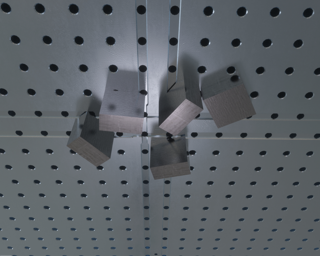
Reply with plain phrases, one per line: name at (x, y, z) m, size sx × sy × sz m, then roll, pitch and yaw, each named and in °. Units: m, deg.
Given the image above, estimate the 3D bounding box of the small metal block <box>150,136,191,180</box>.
small metal block at (0.014, 0.041, 0.430) m, size 0.050 × 0.050 × 0.025 m, roll -10°, pitch 129°, yaw 8°

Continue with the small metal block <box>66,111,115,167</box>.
small metal block at (-0.089, 0.014, 0.407) m, size 0.025 × 0.050 × 0.050 m, roll -33°, pitch 123°, yaw 24°

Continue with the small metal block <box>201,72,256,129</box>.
small metal block at (0.085, -0.033, 0.384) m, size 0.050 × 0.025 × 0.050 m, roll -22°, pitch 127°, yaw 17°

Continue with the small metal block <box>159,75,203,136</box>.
small metal block at (0.023, -0.027, 0.372) m, size 0.025 × 0.050 × 0.050 m, roll 30°, pitch 124°, yaw -23°

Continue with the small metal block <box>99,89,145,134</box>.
small metal block at (-0.045, -0.020, 0.377) m, size 0.050 × 0.050 × 0.025 m, roll 6°, pitch 130°, yaw -5°
